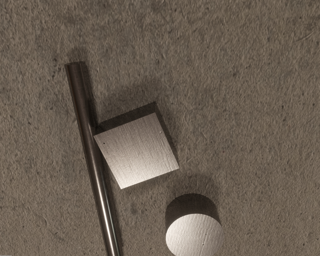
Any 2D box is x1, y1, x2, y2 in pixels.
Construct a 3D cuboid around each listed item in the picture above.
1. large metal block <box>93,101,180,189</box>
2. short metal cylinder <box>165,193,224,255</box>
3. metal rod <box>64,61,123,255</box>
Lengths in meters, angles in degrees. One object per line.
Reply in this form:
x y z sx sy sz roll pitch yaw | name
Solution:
-0.028 0.021 0.404 0.080 0.050 0.080 -21 109 7 | large metal block
0.048 0.143 0.450 0.081 0.050 0.079 0 110 -1 | short metal cylinder
-0.087 0.059 0.430 0.025 0.025 0.298 -7 110 2 | metal rod
